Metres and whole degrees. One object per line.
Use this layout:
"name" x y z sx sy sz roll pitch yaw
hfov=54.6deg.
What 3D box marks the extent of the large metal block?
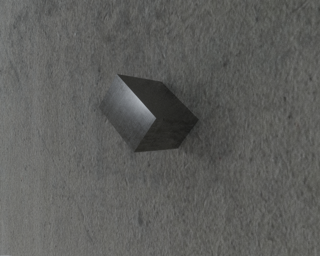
"large metal block" -0.014 -0.018 0.381 0.080 0.081 0.050 49 119 29
